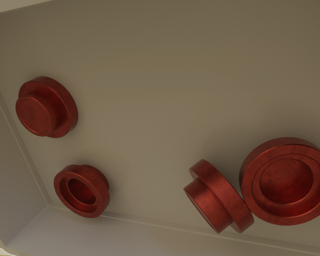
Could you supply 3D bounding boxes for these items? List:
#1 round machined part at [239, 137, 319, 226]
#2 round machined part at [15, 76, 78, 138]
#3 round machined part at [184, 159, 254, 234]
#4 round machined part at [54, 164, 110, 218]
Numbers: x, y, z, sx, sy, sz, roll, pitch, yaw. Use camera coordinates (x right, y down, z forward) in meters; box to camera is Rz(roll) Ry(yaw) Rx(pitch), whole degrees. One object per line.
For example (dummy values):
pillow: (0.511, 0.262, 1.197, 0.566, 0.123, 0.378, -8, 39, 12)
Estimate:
round machined part: (0.138, 0.055, 0.345, 0.099, 0.042, 0.097, 2, 109, 5)
round machined part: (-0.179, -0.026, 0.474, 0.098, 0.042, 0.097, 13, 124, 20)
round machined part: (0.066, 0.090, 0.382, 0.098, 0.042, 0.098, 52, 173, 10)
round machined part: (-0.126, 0.102, 0.525, 0.098, 0.042, 0.097, 13, 124, 20)
